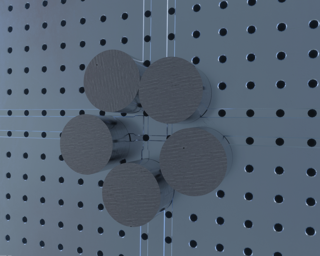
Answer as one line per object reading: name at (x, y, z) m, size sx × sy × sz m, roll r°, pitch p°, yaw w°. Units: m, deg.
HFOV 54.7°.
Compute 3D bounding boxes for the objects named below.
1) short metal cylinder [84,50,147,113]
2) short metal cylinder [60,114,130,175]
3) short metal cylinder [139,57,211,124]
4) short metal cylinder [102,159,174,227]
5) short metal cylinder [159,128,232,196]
short metal cylinder at (-0.054, -0.060, 0.418) m, size 0.080 × 0.050 × 0.079 m, roll 0°, pitch 90°, yaw 19°
short metal cylinder at (-0.089, 0.021, 0.431) m, size 0.080 × 0.050 × 0.079 m, roll 0°, pitch 90°, yaw 20°
short metal cylinder at (0.020, -0.045, 0.391) m, size 0.080 × 0.050 × 0.079 m, roll 0°, pitch 90°, yaw 20°
short metal cylinder at (-0.028, 0.083, 0.408) m, size 0.080 × 0.050 × 0.080 m, roll 0°, pitch 90°, yaw 20°
short metal cylinder at (0.046, 0.039, 0.382) m, size 0.080 × 0.050 × 0.079 m, roll 1°, pitch 92°, yaw 19°
